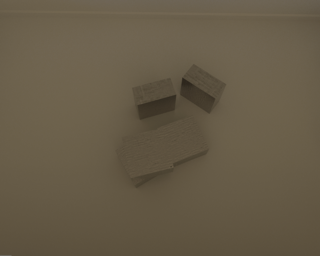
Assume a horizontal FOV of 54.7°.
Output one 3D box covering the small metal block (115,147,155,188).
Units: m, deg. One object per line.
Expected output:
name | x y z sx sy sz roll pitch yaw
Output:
small metal block | -0.022 0.040 0.395 0.050 0.025 0.050 -29 73 -10

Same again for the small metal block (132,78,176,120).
small metal block | -0.007 -0.038 0.410 0.050 0.050 0.025 -16 71 -6

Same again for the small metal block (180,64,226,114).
small metal block | 0.056 -0.051 0.415 0.050 0.050 0.025 35 74 12

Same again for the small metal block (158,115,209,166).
small metal block | 0.029 0.017 0.403 0.050 0.025 0.050 -21 71 -8

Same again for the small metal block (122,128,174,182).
small metal block | -0.015 0.032 0.371 0.050 0.025 0.050 -13 71 -5
